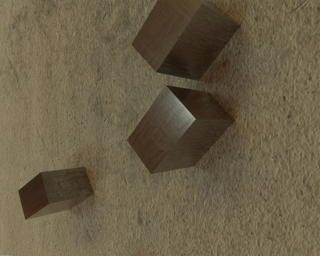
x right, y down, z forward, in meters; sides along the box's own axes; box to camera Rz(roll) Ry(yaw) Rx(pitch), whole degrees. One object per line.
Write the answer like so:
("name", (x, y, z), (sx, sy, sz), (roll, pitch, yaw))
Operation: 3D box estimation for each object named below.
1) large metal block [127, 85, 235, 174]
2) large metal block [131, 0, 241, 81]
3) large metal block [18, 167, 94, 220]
("large metal block", (0.024, 0.002, 0.349), (0.050, 0.081, 0.080), (52, 120, 27))
("large metal block", (0.029, -0.104, 0.345), (0.050, 0.081, 0.080), (52, 120, 27))
("large metal block", (-0.172, 0.107, 0.511), (0.080, 0.081, 0.050), (-35, 69, 35))
